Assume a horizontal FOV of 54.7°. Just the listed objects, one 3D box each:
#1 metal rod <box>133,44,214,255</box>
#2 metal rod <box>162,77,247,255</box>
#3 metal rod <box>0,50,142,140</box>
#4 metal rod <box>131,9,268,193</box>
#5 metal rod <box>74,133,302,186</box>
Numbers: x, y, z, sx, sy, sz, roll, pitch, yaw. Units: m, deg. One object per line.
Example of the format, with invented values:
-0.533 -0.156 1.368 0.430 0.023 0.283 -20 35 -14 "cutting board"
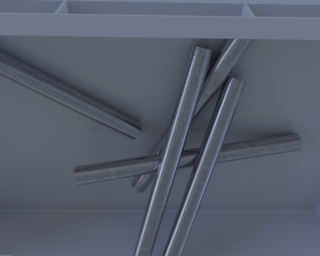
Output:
0.010 0.048 0.386 0.025 0.025 0.298 12 110 -10 "metal rod"
0.046 0.079 0.401 0.025 0.025 0.298 14 105 -12 "metal rod"
-0.154 -0.060 0.355 0.301 0.025 0.025 28 125 -22 "metal rod"
0.032 -0.011 0.399 0.025 0.025 0.298 20 127 -17 "metal rod"
0.040 0.041 0.415 0.302 0.025 0.025 -8 130 -5 "metal rod"
